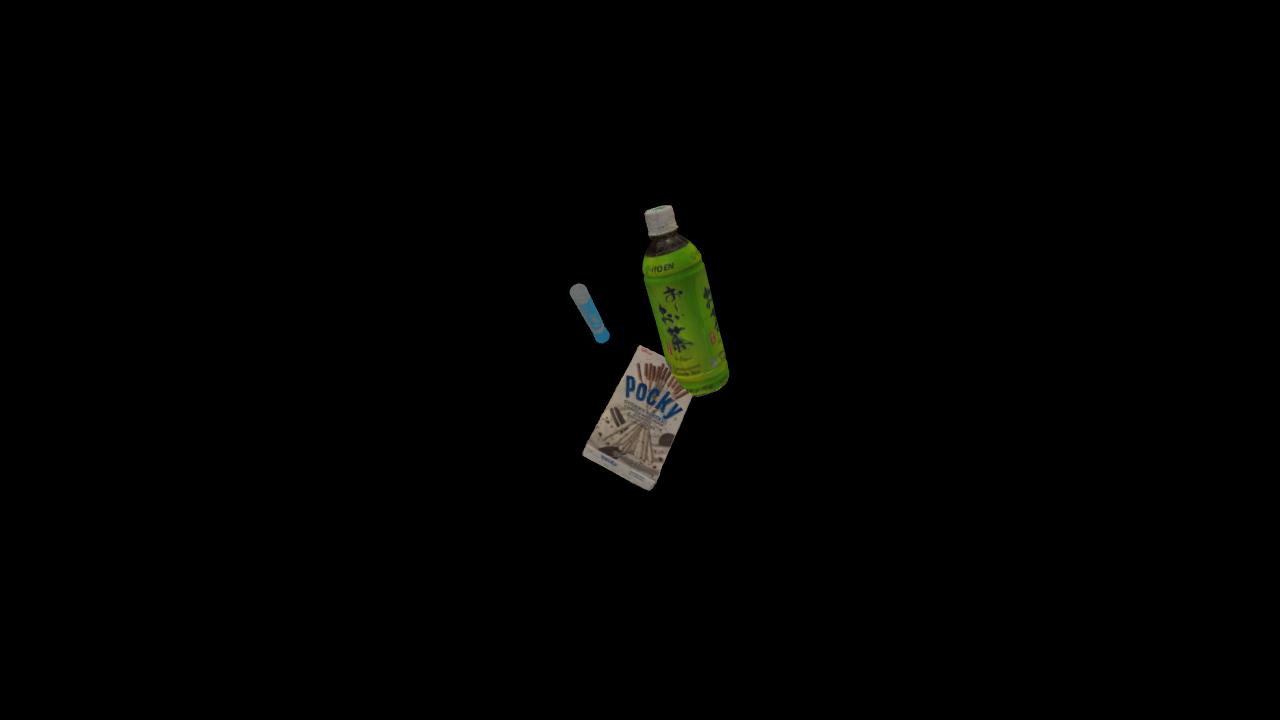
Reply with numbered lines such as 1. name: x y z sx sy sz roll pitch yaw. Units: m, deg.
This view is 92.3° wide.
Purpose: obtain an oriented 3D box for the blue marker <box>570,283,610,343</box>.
1. blue marker: -0.055 -0.049 0.697 0.020 0.020 0.121 0 -22 10

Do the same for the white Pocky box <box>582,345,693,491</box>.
1. white Pocky box: 0.005 0.059 0.676 0.084 0.154 0.028 28 -39 0

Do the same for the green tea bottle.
1. green tea bottle: 0.045 -0.065 0.684 0.073 0.212 0.073 -16 22 7
